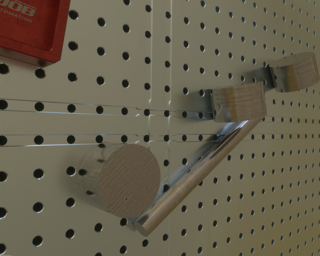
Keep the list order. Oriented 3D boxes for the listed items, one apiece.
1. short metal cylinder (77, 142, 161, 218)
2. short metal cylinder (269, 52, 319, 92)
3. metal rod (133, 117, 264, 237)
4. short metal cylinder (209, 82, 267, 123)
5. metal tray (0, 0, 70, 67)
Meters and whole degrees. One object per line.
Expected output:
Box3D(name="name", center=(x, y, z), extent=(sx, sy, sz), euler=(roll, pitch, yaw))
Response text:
Box3D(name="short metal cylinder", center=(-0.046, 0.057, 0.354), extent=(0.081, 0.050, 0.080), euler=(0, 90, -40))
Box3D(name="short metal cylinder", center=(0.253, -0.106, 0.585), extent=(0.081, 0.080, 0.050), euler=(-33, 111, -35))
Box3D(name="metal rod", center=(0.076, 0.051, 0.472), extent=(0.302, 0.025, 0.025), euler=(-37, 113, -34))
Box3D(name="short metal cylinder", center=(0.119, -0.040, 0.473), extent=(0.081, 0.080, 0.050), euler=(-15, 100, -39))
Box3D(name="metal tray", center=(-0.151, -0.117, 0.278), extent=(0.131, 0.030, 0.090), euler=(12, 82, -39))
